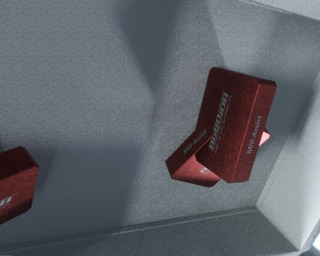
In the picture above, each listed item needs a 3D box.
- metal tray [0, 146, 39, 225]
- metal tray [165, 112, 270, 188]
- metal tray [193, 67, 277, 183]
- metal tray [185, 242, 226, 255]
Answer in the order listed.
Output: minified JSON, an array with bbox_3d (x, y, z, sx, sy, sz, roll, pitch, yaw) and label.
[{"bbox_3d":[-0.190,0.076,0.300,0.131,0.030,0.089,-24,152,-44],"label":"metal tray"},{"bbox_3d":[0.082,0.031,0.449,0.091,0.030,0.129,20,124,-36],"label":"metal tray"},{"bbox_3d":[0.088,-0.006,0.399,0.030,0.090,0.129,3,107,-31],"label":"metal tray"},{"bbox_3d":[0.088,0.306,0.648,0.091,0.030,0.129,-17,125,-19],"label":"metal tray"}]
